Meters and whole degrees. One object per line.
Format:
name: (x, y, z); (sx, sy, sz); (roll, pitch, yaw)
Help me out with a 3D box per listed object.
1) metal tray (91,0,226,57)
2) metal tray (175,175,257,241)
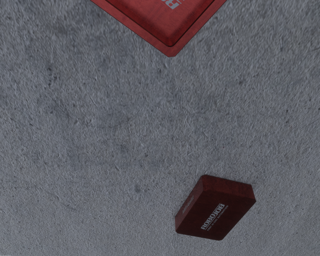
metal tray: (-0.010, -0.137, 0.286); (0.131, 0.030, 0.090); (31, 123, -24)
metal tray: (0.089, 0.138, 0.523); (0.091, 0.030, 0.129); (14, 129, -12)
